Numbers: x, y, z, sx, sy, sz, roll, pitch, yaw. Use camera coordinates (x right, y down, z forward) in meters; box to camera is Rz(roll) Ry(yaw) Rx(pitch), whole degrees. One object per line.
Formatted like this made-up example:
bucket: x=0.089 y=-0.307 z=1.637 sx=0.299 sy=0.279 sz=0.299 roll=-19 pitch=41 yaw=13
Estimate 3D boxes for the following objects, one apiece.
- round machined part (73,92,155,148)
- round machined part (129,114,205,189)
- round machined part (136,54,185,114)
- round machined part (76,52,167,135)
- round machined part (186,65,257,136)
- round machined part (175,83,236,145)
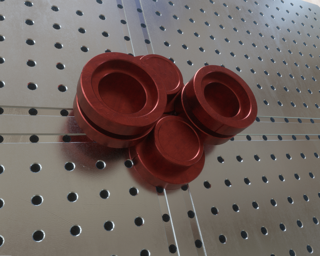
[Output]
round machined part: x=-0.056 y=-0.019 z=0.378 sx=0.099 sy=0.042 sz=0.098 roll=13 pitch=56 yaw=-21
round machined part: x=0.015 y=0.024 z=0.389 sx=0.099 sy=0.042 sz=0.098 roll=13 pitch=56 yaw=-21
round machined part: x=-0.007 y=-0.063 z=0.431 sx=0.099 sy=0.042 sz=0.098 roll=13 pitch=56 yaw=-21
round machined part: x=-0.045 y=-0.035 z=0.352 sx=0.099 sy=0.042 sz=0.098 roll=13 pitch=56 yaw=-21
round machined part: x=0.078 y=-0.033 z=0.417 sx=0.099 sy=0.042 sz=0.098 roll=13 pitch=56 yaw=-21
round machined part: x=0.064 y=-0.019 z=0.442 sx=0.099 sy=0.042 sz=0.098 roll=13 pitch=56 yaw=-21
